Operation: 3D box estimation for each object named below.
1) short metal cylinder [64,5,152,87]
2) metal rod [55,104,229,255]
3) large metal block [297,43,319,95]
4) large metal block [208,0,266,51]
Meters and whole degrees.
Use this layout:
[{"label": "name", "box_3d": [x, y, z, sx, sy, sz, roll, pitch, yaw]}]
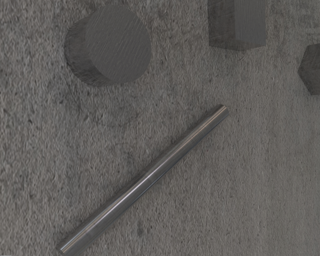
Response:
[{"label": "short metal cylinder", "box_3d": [-0.057, -0.087, 0.341, 0.081, 0.050, 0.080, 0, 90, -40]}, {"label": "metal rod", "box_3d": [-0.001, 0.052, 0.403, 0.302, 0.025, 0.025, -39, 114, -33]}, {"label": "large metal block", "box_3d": [0.356, -0.130, 0.686, 0.080, 0.050, 0.080, 42, 65, -32]}, {"label": "large metal block", "box_3d": [0.122, -0.170, 0.490, 0.081, 0.050, 0.079, -4, 93, -40]}]
